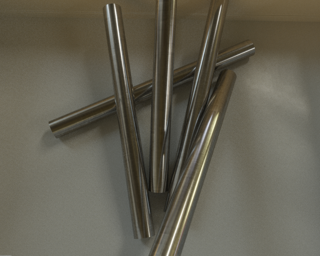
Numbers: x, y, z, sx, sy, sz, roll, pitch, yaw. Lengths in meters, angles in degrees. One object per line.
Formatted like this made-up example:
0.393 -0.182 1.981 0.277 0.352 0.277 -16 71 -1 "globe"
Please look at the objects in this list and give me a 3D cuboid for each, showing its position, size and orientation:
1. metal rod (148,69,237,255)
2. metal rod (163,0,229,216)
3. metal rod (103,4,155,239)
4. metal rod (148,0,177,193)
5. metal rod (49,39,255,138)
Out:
0.045 0.026 0.338 0.025 0.025 0.301 21 47 7 "metal rod"
0.051 -0.039 0.404 0.025 0.025 0.299 13 78 4 "metal rod"
-0.042 -0.017 0.392 0.025 0.025 0.299 -9 79 -4 "metal rod"
0.004 -0.072 0.373 0.025 0.025 0.298 3 94 0 "metal rod"
-0.004 -0.058 0.430 0.302 0.025 0.025 -24 72 -9 "metal rod"
